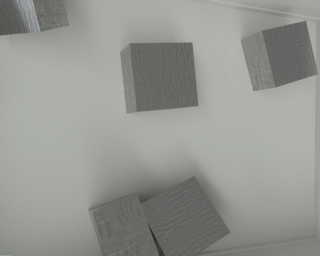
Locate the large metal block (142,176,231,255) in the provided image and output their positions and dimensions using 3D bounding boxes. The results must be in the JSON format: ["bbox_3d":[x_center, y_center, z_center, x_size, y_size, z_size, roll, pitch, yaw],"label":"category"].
[{"bbox_3d":[0.026,0.120,0.388,0.081,0.050,0.080,-24,66,-19],"label":"large metal block"}]

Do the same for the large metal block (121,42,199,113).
[{"bbox_3d":[-0.002,-0.063,0.396,0.081,0.050,0.079,-7,92,-20],"label":"large metal block"}]

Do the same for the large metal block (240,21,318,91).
[{"bbox_3d":[0.177,-0.106,0.462,0.081,0.050,0.080,-18,96,-19],"label":"large metal block"}]

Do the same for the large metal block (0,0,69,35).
[{"bbox_3d":[-0.148,-0.138,0.310,0.080,0.050,0.079,1,114,17],"label":"large metal block"}]

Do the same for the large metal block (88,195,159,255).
[{"bbox_3d":[-0.044,0.124,0.357,0.050,0.080,0.080,-18,83,-19],"label":"large metal block"}]
